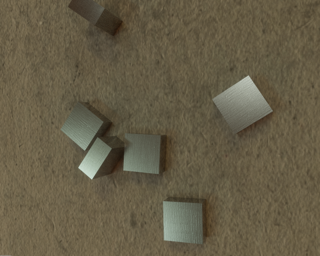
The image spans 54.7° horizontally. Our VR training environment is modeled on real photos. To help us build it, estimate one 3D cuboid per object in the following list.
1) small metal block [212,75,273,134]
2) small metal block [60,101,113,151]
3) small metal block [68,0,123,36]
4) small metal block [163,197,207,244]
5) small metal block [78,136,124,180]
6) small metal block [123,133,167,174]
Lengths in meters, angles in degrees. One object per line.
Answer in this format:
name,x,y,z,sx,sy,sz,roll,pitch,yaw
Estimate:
small metal block,0.100,-0.027,0.374,0.050,0.025,0.050,-34,80,16
small metal block,-0.106,-0.003,0.445,0.050,0.025,0.050,38,102,15
small metal block,-0.088,-0.156,0.425,0.050,0.050,0.025,37,102,16
small metal block,0.032,0.117,0.397,0.050,0.025,0.050,-1,90,19
small metal block,-0.075,0.039,0.421,0.025,0.050,0.050,37,102,16
small metal block,-0.020,0.033,0.415,0.050,0.025,0.050,3,91,19
